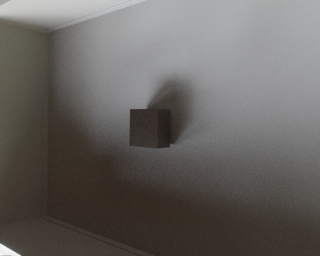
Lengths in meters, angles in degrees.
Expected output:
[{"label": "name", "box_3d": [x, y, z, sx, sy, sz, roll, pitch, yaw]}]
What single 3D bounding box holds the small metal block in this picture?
[{"label": "small metal block", "box_3d": [-0.014, 0.000, 0.415, 0.050, 0.025, 0.050, 2, 92, 40]}]
